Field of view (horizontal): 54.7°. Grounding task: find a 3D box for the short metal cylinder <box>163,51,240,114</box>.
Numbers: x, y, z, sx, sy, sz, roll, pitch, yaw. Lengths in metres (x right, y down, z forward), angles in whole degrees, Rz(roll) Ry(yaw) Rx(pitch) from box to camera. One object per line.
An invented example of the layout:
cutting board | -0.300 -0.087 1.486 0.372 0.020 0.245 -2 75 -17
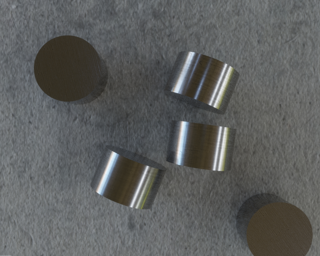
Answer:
short metal cylinder | 0.051 -0.054 0.383 0.080 0.080 0.050 21 90 -1

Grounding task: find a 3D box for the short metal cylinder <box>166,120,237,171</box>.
short metal cylinder | 0.050 0.021 0.383 0.081 0.080 0.050 8 90 -1

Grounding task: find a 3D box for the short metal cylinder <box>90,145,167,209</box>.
short metal cylinder | -0.038 0.059 0.382 0.080 0.080 0.050 22 90 -1

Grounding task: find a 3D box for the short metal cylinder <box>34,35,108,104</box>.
short metal cylinder | -0.111 -0.072 0.396 0.081 0.050 0.079 0 90 -1

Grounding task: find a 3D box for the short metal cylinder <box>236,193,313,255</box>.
short metal cylinder | 0.145 0.129 0.400 0.081 0.050 0.079 0 90 -1
